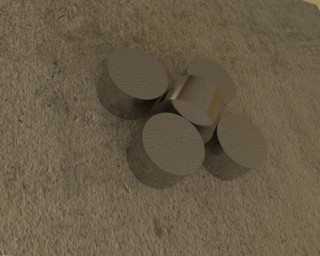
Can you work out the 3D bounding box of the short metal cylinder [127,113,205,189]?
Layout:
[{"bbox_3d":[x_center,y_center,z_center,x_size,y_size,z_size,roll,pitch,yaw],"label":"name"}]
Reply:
[{"bbox_3d":[0.007,0.028,0.376,0.081,0.050,0.080,14,56,-21],"label":"short metal cylinder"}]

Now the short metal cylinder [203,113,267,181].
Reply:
[{"bbox_3d":[0.099,0.027,0.427,0.081,0.050,0.080,14,56,-21],"label":"short metal cylinder"}]

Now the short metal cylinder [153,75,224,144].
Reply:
[{"bbox_3d":[0.038,-0.022,0.406,0.080,0.080,0.050,34,51,-6],"label":"short metal cylinder"}]

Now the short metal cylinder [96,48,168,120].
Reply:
[{"bbox_3d":[-0.037,-0.057,0.404,0.081,0.050,0.080,14,56,-21],"label":"short metal cylinder"}]

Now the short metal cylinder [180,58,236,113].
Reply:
[{"bbox_3d":[0.063,-0.056,0.457,0.081,0.050,0.080,14,56,-21],"label":"short metal cylinder"}]
